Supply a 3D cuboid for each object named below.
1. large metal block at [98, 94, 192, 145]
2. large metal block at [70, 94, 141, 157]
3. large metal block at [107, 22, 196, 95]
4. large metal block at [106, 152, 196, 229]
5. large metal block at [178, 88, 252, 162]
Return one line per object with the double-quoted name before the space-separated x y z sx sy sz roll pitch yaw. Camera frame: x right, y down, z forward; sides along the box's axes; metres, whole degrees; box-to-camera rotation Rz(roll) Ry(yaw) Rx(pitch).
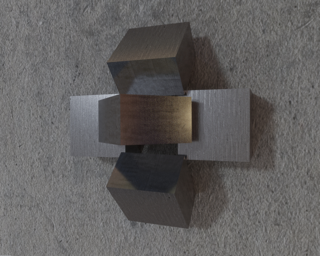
"large metal block" -0.020 -0.008 0.352 0.080 0.081 0.050 0 90 64
"large metal block" -0.073 -0.003 0.421 0.080 0.050 0.079 0 90 19
"large metal block" -0.006 -0.083 0.376 0.080 0.080 0.050 0 134 20
"large metal block" -0.006 0.076 0.376 0.080 0.080 0.050 1 47 20
"large metal block" 0.067 -0.003 0.370 0.080 0.050 0.079 0 90 19
